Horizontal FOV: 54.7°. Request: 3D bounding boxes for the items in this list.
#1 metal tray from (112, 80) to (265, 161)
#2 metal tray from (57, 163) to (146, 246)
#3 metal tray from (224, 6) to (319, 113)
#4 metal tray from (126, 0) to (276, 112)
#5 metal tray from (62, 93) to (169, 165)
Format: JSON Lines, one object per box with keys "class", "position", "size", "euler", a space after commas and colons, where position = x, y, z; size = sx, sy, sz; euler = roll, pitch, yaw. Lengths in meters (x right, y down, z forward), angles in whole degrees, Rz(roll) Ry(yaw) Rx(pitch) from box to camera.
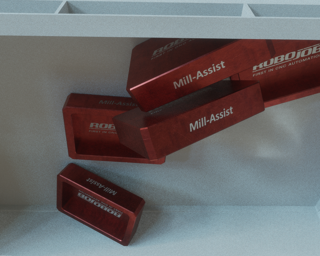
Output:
{"class": "metal tray", "position": [0.027, -0.015, 0.316], "size": [0.131, 0.090, 0.030], "euler": [-23, 107, -21]}
{"class": "metal tray", "position": [-0.093, 0.117, 0.471], "size": [0.130, 0.030, 0.089], "euler": [25, 130, 10]}
{"class": "metal tray", "position": [0.142, -0.074, 0.343], "size": [0.130, 0.030, 0.090], "euler": [-16, 129, 13]}
{"class": "metal tray", "position": [0.033, -0.075, 0.302], "size": [0.130, 0.090, 0.030], "euler": [-22, 127, 17]}
{"class": "metal tray", "position": [-0.054, 0.004, 0.407], "size": [0.131, 0.030, 0.089], "euler": [4, 130, -4]}
